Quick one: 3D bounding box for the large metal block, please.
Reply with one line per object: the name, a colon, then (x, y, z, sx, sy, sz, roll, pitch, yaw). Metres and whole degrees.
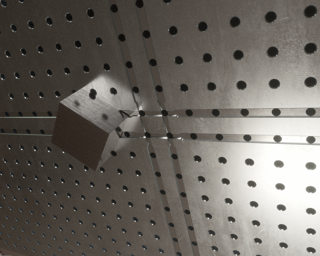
large metal block: (-0.103, 0.003, 0.449, 0.080, 0.050, 0.079, 32, 128, 7)
